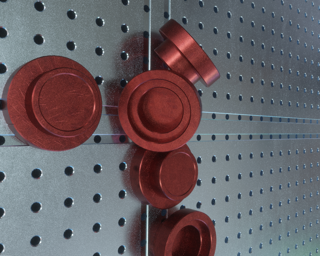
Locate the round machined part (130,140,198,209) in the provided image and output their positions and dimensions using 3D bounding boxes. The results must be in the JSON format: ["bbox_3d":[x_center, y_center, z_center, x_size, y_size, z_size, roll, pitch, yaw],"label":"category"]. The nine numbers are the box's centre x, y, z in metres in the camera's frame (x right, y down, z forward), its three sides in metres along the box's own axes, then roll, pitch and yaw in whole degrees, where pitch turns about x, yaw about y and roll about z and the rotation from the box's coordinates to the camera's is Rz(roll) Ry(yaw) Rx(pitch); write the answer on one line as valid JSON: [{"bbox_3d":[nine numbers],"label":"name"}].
[{"bbox_3d":[0.013,0.059,0.411,0.099,0.042,0.097,0,90,-40],"label":"round machined part"}]

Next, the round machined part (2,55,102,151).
[{"bbox_3d":[-0.102,-0.025,0.314,0.099,0.042,0.097,0,90,-40],"label":"round machined part"}]

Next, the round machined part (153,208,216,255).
[{"bbox_3d":[0.030,0.160,0.426,0.099,0.042,0.097,0,90,-40],"label":"round machined part"}]

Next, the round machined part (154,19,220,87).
[{"bbox_3d":[0.030,-0.089,0.402,0.042,0.098,0.098,-41,121,8],"label":"round machined part"}]

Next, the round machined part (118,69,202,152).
[{"bbox_3d":[0.002,-0.023,0.378,0.042,0.098,0.097,-43,124,-73],"label":"round machined part"}]
